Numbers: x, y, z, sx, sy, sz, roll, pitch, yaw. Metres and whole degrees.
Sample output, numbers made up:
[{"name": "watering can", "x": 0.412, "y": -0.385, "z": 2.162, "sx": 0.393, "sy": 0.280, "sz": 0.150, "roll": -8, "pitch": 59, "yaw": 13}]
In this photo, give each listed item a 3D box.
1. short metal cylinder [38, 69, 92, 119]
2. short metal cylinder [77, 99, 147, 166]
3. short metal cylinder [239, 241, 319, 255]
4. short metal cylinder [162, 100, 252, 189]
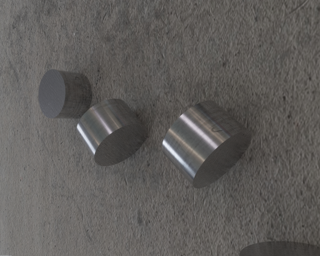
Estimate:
[{"name": "short metal cylinder", "x": -0.160, "y": -0.055, "z": 0.521, "sx": 0.080, "sy": 0.050, "sz": 0.080, "roll": 0, "pitch": 90, "yaw": 40}, {"name": "short metal cylinder", "x": -0.065, "y": 0.007, "z": 0.423, "sx": 0.050, "sy": 0.081, "sz": 0.080, "roll": 50, "pitch": 120, "yaw": 28}, {"name": "short metal cylinder", "x": 0.114, "y": 0.139, "z": 0.275, "sx": 0.080, "sy": 0.081, "sz": 0.050, "roll": -6, "pitch": 86, "yaw": 40}, {"name": "short metal cylinder", "x": 0.049, "y": 0.018, "z": 0.328, "sx": 0.050, "sy": 0.081, "sz": 0.080, "roll": 46, "pitch": 118, "yaw": 30}]
